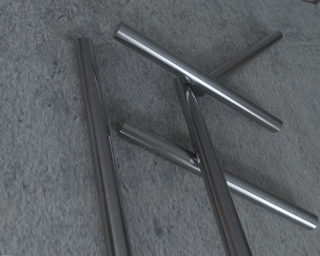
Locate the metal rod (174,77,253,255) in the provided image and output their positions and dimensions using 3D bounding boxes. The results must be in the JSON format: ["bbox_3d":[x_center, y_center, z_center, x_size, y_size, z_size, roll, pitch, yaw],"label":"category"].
[{"bbox_3d":[0.059,0.042,0.375,0.025,0.025,0.300,8,47,-24],"label":"metal rod"}]

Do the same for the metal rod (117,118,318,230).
[{"bbox_3d":[0.084,0.066,0.410,0.301,0.025,0.025,27,52,-12],"label":"metal rod"}]

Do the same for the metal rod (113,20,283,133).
[{"bbox_3d":[0.070,-0.064,0.451,0.302,0.025,0.025,26,52,-25],"label":"metal rod"}]

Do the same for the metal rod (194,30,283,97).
[{"bbox_3d":[0.154,-0.127,0.566,0.025,0.025,0.302,49,51,6],"label":"metal rod"}]

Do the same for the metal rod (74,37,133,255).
[{"bbox_3d":[-0.068,0.017,0.357,0.025,0.025,0.299,0,62,-29],"label":"metal rod"}]
